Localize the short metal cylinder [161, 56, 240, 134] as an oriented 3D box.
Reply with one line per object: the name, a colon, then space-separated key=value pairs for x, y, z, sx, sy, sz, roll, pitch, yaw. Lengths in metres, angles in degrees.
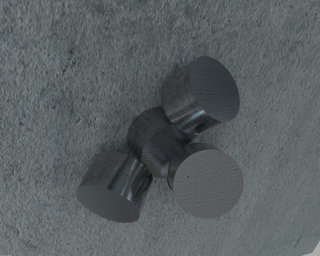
short metal cylinder: x=0.048 y=-0.038 z=0.368 sx=0.081 sy=0.080 sz=0.050 roll=14 pitch=154 yaw=-34

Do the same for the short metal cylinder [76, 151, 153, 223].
short metal cylinder: x=-0.055 y=0.074 z=0.381 sx=0.080 sy=0.050 sz=0.080 roll=12 pitch=139 yaw=11

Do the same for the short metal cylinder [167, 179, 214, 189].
short metal cylinder: x=0.057 y=0.069 z=0.446 sx=0.080 sy=0.080 sz=0.050 roll=-46 pitch=129 yaw=4

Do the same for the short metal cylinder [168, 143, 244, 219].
short metal cylinder: x=0.052 y=0.061 z=0.372 sx=0.081 sy=0.050 sz=0.079 roll=-1 pitch=96 yaw=-6

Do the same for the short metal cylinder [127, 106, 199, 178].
short metal cylinder: x=0.003 y=0.018 z=0.405 sx=0.081 sy=0.050 sz=0.079 roll=-14 pitch=124 yaw=-21
